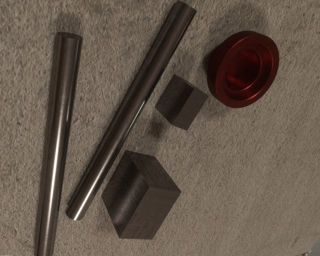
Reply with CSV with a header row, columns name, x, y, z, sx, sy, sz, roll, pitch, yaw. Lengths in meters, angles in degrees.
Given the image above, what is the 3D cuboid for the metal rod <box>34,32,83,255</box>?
name,x,y,z,sx,sy,sz,roll,pitch,yaw
metal rod,-0.124,0.040,0.364,0.025,0.025,0.298,1,118,-29

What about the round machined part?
name,x,y,z,sx,sy,sz,roll,pitch,yaw
round machined part,0.103,-0.078,0.406,0.099,0.042,0.097,-14,125,-21

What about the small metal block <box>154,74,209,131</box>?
name,x,y,z,sx,sy,sz,roll,pitch,yaw
small metal block,0.025,-0.033,0.386,0.025,0.050,0.050,21,107,-36

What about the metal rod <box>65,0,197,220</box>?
name,x,y,z,sx,sy,sz,roll,pitch,yaw
metal rod,-0.042,-0.010,0.378,0.025,0.025,0.298,19,108,-36

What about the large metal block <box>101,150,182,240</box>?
name,x,y,z,sx,sy,sz,roll,pitch,yaw
large metal block,-0.028,0.088,0.412,0.050,0.080,0.080,17,109,-36
